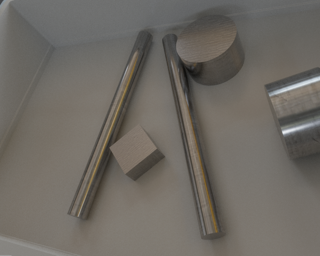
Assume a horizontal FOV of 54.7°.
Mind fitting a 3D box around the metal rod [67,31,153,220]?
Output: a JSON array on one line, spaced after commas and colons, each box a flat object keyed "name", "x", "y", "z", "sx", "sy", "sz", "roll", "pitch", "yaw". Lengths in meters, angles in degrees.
[{"name": "metal rod", "x": -0.064, "y": -0.019, "z": 0.449, "sx": 0.025, "sy": 0.025, "sz": 0.300, "roll": 3, "pitch": 63, "yaw": 29}]

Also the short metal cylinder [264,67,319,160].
[{"name": "short metal cylinder", "x": 0.140, "y": -0.013, "z": 0.305, "sx": 0.050, "sy": 0.080, "sz": 0.080, "roll": -19, "pitch": 55, "yaw": 17}]

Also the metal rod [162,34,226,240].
[{"name": "metal rod", "x": 0.035, "y": -0.014, "z": 0.394, "sx": 0.025, "sy": 0.025, "sz": 0.299, "roll": -20, "pitch": 54, "yaw": 16}]

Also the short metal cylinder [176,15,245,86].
[{"name": "short metal cylinder", "x": 0.068, "y": -0.104, "z": 0.417, "sx": 0.080, "sy": 0.050, "sz": 0.080, "roll": -13, "pitch": 56, "yaw": 20}]

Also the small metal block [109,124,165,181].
[{"name": "small metal block", "x": -0.030, "y": 0.031, "z": 0.401, "sx": 0.050, "sy": 0.025, "sz": 0.050, "roll": -39, "pitch": 51, "yaw": 1}]
